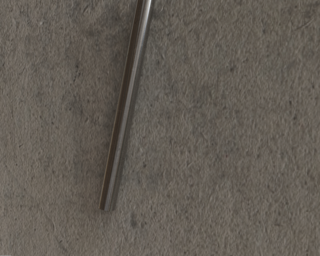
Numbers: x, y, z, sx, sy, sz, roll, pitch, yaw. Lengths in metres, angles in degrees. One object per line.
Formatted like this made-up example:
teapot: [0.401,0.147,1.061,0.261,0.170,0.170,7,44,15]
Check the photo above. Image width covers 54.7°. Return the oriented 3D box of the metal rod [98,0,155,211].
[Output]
metal rod: [-0.046,-0.034,0.424,0.025,0.025,0.298,12,94,19]
